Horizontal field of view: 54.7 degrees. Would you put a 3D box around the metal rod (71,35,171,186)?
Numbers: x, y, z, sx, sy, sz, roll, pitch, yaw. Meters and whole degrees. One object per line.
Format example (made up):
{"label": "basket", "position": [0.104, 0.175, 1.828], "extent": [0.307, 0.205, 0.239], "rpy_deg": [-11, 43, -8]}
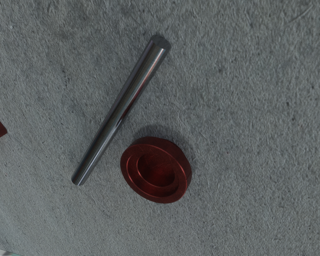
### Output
{"label": "metal rod", "position": [-0.069, -0.004, 0.439], "extent": [0.025, 0.025, 0.298], "rpy_deg": [39, 129, 1]}

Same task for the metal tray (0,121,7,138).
{"label": "metal tray", "position": [-0.353, -0.025, 0.570], "extent": [0.090, 0.030, 0.130], "rpy_deg": [-22, 107, 36]}

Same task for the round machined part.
{"label": "round machined part", "position": [-0.002, 0.053, 0.428], "extent": [0.098, 0.042, 0.097], "rpy_deg": [13, 124, 20]}
